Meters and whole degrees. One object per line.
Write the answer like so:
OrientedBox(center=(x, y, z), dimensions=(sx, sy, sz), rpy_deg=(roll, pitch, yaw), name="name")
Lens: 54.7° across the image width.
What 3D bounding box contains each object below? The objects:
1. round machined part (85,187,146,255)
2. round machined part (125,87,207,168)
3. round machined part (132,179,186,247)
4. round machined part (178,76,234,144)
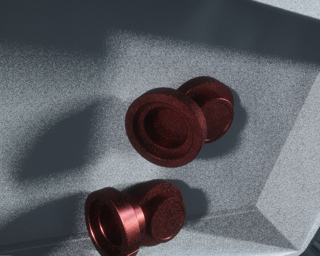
OrientedBox(center=(-0.056, 0.126, 0.413), dimensions=(0.042, 0.098, 0.097), rpy_deg=(-13, 126, -42), name="round machined part")
OrientedBox(center=(0.010, -0.004, 0.380), dimensions=(0.042, 0.098, 0.097), rpy_deg=(-47, 149, -55), name="round machined part")
OrientedBox(center=(0.000, 0.129, 0.458), dimensions=(0.099, 0.042, 0.097), rpy_deg=(-11, 106, -40), name="round machined part")
OrientedBox(center=(0.061, -0.018, 0.422), dimensions=(0.099, 0.042, 0.097), rpy_deg=(-14, 124, -21), name="round machined part")
